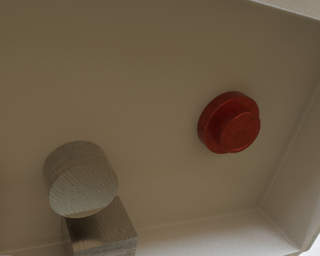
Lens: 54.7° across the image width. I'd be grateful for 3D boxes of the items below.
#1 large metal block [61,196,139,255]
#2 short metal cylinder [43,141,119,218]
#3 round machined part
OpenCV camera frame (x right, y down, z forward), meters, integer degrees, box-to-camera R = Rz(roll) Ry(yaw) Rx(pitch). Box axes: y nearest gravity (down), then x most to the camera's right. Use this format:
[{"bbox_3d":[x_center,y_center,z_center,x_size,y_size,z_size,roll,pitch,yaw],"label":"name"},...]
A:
[{"bbox_3d":[-0.084,0.143,0.417,0.081,0.080,0.050,-4,120,-27],"label":"large metal block"},{"bbox_3d":[-0.097,0.062,0.379,0.081,0.050,0.079,-14,125,-21],"label":"short metal cylinder"},{"bbox_3d":[0.108,-0.002,0.458,0.099,0.042,0.097,-14,125,-21],"label":"round machined part"}]
